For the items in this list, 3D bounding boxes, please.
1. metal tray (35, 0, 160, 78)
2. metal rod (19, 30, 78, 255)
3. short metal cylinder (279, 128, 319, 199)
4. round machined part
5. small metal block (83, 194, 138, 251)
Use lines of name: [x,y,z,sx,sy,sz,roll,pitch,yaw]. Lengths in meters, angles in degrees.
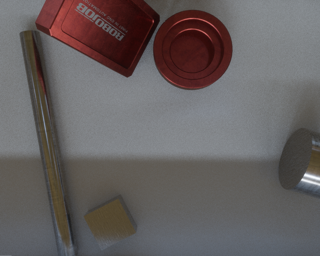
metal tray: [-0.064,-0.123,0.358,0.030,0.131,0.090,31,95,35]
metal rod: [-0.147,0.022,0.409,0.025,0.025,0.298,-10,90,0]
short metal cylinder: [0.191,0.045,0.387,0.050,0.080,0.080,17,90,0]
round machined part: [0.041,-0.098,0.403,0.099,0.042,0.097,0,90,-1]
small metal block: [-0.065,0.124,0.411,0.050,0.025,0.050,-27,90,-1]
